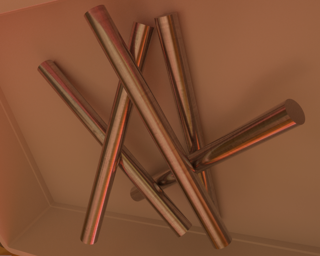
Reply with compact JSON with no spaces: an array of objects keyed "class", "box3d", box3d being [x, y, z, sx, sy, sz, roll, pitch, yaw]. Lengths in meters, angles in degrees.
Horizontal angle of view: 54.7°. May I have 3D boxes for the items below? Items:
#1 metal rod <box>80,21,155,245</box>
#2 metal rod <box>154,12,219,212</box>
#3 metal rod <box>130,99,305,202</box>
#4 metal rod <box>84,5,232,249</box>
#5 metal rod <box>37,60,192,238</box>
[{"class":"metal rod","box3d":[-0.059,0.020,0.392,0.025,0.025,0.298,22,108,15]},{"class":"metal rod","box3d":[0.042,0.010,0.392,0.025,0.025,0.298,-1,118,29]},{"class":"metal rod","box3d":[0.040,0.045,0.380,0.025,0.025,0.299,47,140,-5]},{"class":"metal rod","box3d":[0.002,0.005,0.348,0.025,0.025,0.299,-24,99,36]},{"class":"metal rod","box3d":[-0.065,0.024,0.424,0.300,0.025,0.025,49,129,6]}]
